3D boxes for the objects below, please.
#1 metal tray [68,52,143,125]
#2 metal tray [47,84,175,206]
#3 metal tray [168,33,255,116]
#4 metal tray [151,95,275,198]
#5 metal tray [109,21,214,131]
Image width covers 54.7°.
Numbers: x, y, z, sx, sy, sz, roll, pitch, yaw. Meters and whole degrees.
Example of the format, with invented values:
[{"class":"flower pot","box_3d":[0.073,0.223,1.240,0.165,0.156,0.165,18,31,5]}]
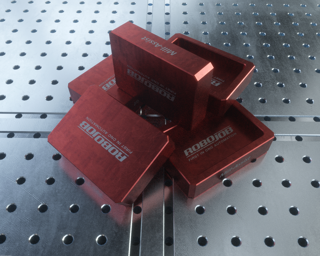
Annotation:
[{"class":"metal tray","box_3d":[-0.056,-0.068,0.460,0.090,0.030,0.131,32,56,23]},{"class":"metal tray","box_3d":[-0.059,0.017,0.365,0.130,0.030,0.090,35,83,25]},{"class":"metal tray","box_3d":[0.052,-0.079,0.432,0.130,0.030,0.090,29,56,22]},{"class":"metal tray","box_3d":[0.064,0.017,0.389,0.131,0.030,0.090,-27,55,-21]},{"class":"metal tray","box_3d":[-0.002,-0.063,0.378,0.130,0.089,0.030,33,58,24]}]
